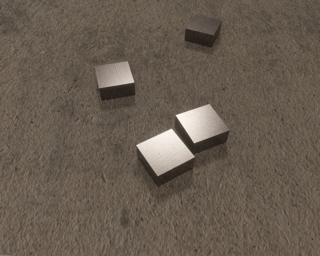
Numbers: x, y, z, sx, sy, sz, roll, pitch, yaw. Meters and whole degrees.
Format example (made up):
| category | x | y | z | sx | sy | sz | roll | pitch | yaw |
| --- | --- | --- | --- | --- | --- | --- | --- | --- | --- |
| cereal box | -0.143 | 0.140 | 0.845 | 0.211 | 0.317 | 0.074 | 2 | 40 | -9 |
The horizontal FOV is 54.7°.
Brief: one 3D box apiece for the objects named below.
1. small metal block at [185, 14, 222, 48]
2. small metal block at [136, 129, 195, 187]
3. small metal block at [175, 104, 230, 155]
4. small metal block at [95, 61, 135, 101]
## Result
| category | x | y | z | sx | sy | sz | roll | pitch | yaw |
| --- | --- | --- | --- | --- | --- | --- | --- | --- | --- |
| small metal block | 0.077 | -0.173 | 0.550 | 0.050 | 0.025 | 0.050 | 19 | 52 | 15 |
| small metal block | 0.006 | 0.035 | 0.374 | 0.050 | 0.025 | 0.050 | -25 | 55 | -20 |
| small metal block | 0.054 | 0.001 | 0.403 | 0.050 | 0.025 | 0.050 | -19 | 53 | -16 |
| small metal block | -0.067 | -0.071 | 0.462 | 0.050 | 0.025 | 0.050 | -11 | 51 | -10 |
